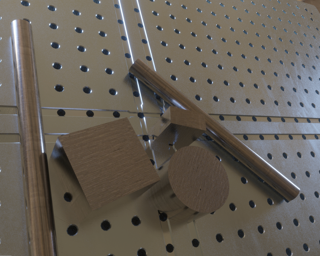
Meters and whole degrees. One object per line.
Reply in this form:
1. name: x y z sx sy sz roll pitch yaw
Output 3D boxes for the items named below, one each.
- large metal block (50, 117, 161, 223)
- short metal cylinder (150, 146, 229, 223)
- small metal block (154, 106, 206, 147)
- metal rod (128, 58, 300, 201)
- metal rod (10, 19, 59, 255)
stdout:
1. large metal block: -0.060 0.043 0.334 0.081 0.050 0.080 -18 72 -35
2. short metal cylinder: 0.035 0.068 0.371 0.081 0.050 0.080 14 56 -21
3. small metal block: 0.025 0.000 0.408 0.050 0.050 0.025 12 57 -22
4. metal rod: 0.080 0.003 0.450 0.300 0.025 0.025 39 51 -2
5. metal rod: -0.138 0.003 0.332 0.025 0.025 0.299 -2 63 -29
